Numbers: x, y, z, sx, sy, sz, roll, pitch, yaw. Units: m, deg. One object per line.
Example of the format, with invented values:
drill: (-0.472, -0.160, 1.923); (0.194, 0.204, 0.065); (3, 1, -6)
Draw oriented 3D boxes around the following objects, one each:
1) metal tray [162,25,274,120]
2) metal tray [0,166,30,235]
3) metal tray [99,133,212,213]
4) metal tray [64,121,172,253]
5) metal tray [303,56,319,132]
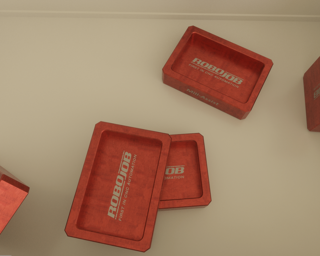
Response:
metal tray: (0.080, -0.080, 0.436); (0.130, 0.030, 0.090); (27, 72, 9)
metal tray: (-0.196, 0.083, 0.330); (0.030, 0.130, 0.090); (43, 68, -34)
metal tray: (-0.008, 0.057, 0.386); (0.131, 0.030, 0.090); (-4, 70, -2)
metal tray: (-0.043, 0.064, 0.350); (0.091, 0.030, 0.130); (11, 70, 3)
metal tray: (0.221, -0.056, 0.377); (0.030, 0.130, 0.090); (5, 70, 1)
